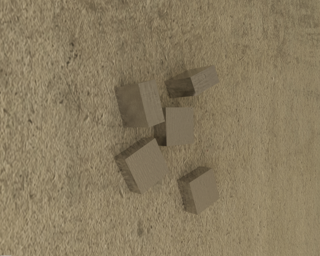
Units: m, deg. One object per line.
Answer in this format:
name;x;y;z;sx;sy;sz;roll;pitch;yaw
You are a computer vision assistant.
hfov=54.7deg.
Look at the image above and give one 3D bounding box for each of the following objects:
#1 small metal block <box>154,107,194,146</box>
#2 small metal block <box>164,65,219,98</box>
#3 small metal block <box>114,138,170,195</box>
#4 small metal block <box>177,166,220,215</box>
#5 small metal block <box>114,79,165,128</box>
small metal block;0.019;-0.003;0.420;0.050;0.025;0.050;-3;92;-40
small metal block;0.044;-0.063;0.424;0.050;0.050;0.025;-32;110;-35
small metal block;-0.022;0.046;0.386;0.050;0.025;0.050;-35;112;-34
small metal block;0.057;0.090;0.452;0.050;0.025;0.050;-24;105;-37
small metal block;-0.025;-0.028;0.367;0.025;0.050;0.050;-22;104;-38
